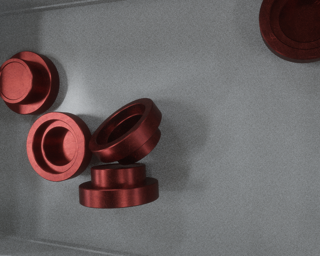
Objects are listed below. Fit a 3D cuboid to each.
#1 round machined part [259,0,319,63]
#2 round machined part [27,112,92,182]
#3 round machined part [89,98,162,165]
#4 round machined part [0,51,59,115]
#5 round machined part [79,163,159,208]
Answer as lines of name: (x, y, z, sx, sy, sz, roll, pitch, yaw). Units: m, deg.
round machined part: (0.162, -0.121, 0.344, 0.098, 0.042, 0.097, 0, 90, 19)
round machined part: (-0.139, 0.026, 0.449, 0.098, 0.042, 0.097, 0, 90, 19)
round machined part: (-0.038, 0.009, 0.395, 0.098, 0.098, 0.042, -28, 116, 17)
round machined part: (-0.208, -0.069, 0.473, 0.098, 0.042, 0.097, 0, 90, 19)
round machined part: (-0.051, 0.068, 0.389, 0.098, 0.098, 0.042, -3, 89, 19)
